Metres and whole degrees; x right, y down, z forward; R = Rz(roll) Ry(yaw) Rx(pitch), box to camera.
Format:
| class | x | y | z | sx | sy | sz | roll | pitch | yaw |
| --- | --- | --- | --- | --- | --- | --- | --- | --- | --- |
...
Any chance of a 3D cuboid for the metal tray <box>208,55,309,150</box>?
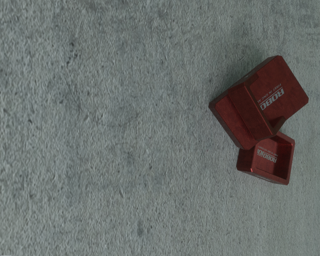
| class | x | y | z | sx | sy | sz | roll | pitch | yaw |
| --- | --- | --- | --- | --- | --- | --- | --- | --- | --- |
| metal tray | 0.153 | -0.039 | 0.481 | 0.130 | 0.030 | 0.090 | -38 | 101 | -4 |

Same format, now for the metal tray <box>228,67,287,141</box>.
| class | x | y | z | sx | sy | sz | roll | pitch | yaw |
| --- | --- | --- | --- | --- | --- | --- | --- | --- | --- |
| metal tray | 0.166 | -0.048 | 0.487 | 0.131 | 0.030 | 0.090 | -37 | 99 | -43 |

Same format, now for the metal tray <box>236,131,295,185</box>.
| class | x | y | z | sx | sy | sz | roll | pitch | yaw |
| --- | --- | --- | --- | --- | --- | --- | --- | --- | --- |
| metal tray | 0.197 | 0.048 | 0.565 | 0.131 | 0.030 | 0.090 | 22 | 76 | -38 |
